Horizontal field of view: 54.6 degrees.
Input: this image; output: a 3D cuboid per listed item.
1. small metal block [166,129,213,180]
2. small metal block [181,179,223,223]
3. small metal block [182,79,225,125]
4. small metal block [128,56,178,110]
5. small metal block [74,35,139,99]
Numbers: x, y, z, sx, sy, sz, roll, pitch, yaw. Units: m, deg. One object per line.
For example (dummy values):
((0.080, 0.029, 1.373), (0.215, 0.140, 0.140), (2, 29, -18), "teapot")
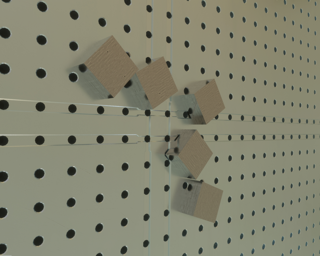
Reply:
((0.043, 0.037, 0.444), (0.050, 0.025, 0.050), (-52, 120, -27), "small metal block")
((0.063, 0.109, 0.461), (0.050, 0.025, 0.050), (28, 72, -36), "small metal block")
((0.066, -0.039, 0.463), (0.050, 0.025, 0.050), (-38, 113, -33), "small metal block")
((-0.010, -0.057, 0.399), (0.050, 0.025, 0.050), (-39, 114, -33), "small metal block")
((-0.061, -0.069, 0.357), (0.050, 0.025, 0.050), (51, 60, -28), "small metal block")
